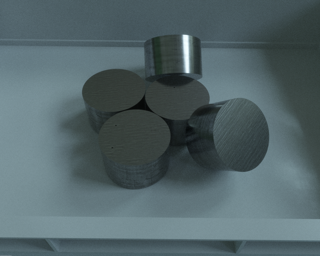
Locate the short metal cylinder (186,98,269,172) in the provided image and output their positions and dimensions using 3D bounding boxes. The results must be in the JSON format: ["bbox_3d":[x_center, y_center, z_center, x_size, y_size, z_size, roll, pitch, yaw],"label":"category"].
[{"bbox_3d":[0.077,0.009,0.354,0.081,0.050,0.080,3,85,-29],"label":"short metal cylinder"}]

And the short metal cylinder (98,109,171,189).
[{"bbox_3d":[-0.028,0.024,0.366,0.081,0.050,0.080,0,50,0],"label":"short metal cylinder"}]

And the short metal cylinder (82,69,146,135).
[{"bbox_3d":[-0.059,-0.034,0.414,0.081,0.050,0.080,0,50,0],"label":"short metal cylinder"}]

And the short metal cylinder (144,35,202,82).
[{"bbox_3d":[0.019,-0.095,0.438,0.081,0.080,0.050,-2,89,-2],"label":"short metal cylinder"}]

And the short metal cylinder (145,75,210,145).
[{"bbox_3d":[0.022,-0.024,0.407,0.081,0.050,0.080,0,50,0],"label":"short metal cylinder"}]
